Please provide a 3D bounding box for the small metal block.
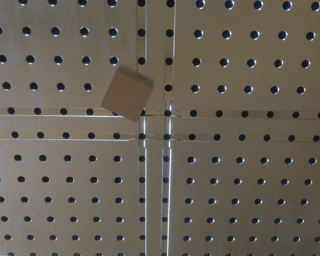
[{"bbox_3d":[-0.042,-0.042,0.397,0.050,0.025,0.050,25,108,-9],"label":"small metal block"}]
